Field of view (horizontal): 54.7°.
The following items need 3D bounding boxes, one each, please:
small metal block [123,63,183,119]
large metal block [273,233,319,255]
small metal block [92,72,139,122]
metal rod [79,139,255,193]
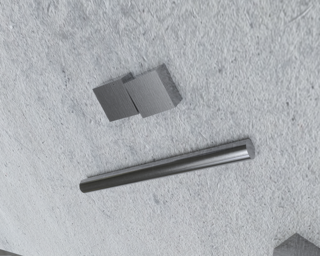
[{"bbox_3d":[-0.008,-0.045,0.382,0.050,0.025,0.050,-17,110,34],"label":"small metal block"},{"bbox_3d":[0.189,0.197,0.394,0.080,0.080,0.050,33,129,6],"label":"large metal block"},{"bbox_3d":[-0.053,-0.040,0.408,0.050,0.025,0.050,-13,112,33],"label":"small metal block"},{"bbox_3d":[-0.011,0.063,0.449,0.300,0.025,0.025,-18,109,34],"label":"metal rod"}]
